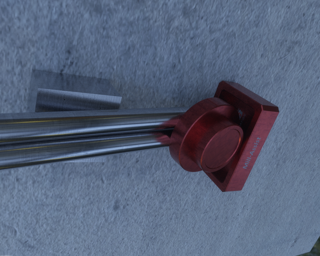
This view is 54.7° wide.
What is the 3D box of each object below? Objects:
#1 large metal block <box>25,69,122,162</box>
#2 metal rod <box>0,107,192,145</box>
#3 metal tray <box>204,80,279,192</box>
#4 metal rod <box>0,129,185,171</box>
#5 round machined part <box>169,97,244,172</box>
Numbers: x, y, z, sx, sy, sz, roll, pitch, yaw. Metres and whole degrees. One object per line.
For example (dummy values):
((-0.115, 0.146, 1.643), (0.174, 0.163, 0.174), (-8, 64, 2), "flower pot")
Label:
((-0.095, -0.011, 0.330), (0.081, 0.050, 0.079), (3, 117, -30), "large metal block")
((-0.024, -0.009, 0.333), (0.302, 0.025, 0.025), (-5, 122, -41), "metal rod")
((0.097, 0.011, 0.427), (0.030, 0.090, 0.129), (4, 117, -31), "metal tray")
((-0.032, 0.015, 0.343), (0.302, 0.025, 0.025), (-5, 122, -41), "metal rod")
((0.063, 0.015, 0.380), (0.099, 0.042, 0.097), (-23, 133, -27), "round machined part")
